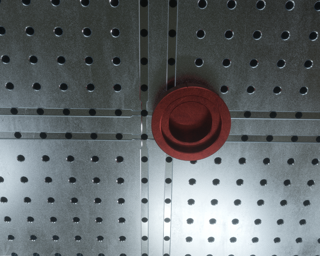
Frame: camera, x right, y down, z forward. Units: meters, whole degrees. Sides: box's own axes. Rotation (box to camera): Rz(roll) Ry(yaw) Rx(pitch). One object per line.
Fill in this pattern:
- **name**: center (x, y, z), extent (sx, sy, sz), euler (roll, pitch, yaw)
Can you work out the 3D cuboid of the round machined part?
- **round machined part**: center (0.038, -0.010, 0.401), extent (0.099, 0.042, 0.097), euler (0, 110, 0)
